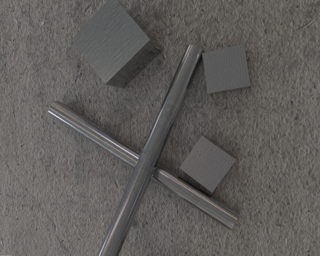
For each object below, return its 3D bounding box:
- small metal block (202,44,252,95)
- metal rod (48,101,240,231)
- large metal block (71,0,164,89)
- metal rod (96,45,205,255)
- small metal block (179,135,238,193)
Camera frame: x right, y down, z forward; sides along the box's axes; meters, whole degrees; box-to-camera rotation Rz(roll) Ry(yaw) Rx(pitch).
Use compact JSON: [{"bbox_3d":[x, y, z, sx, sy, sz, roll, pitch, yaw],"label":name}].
[{"bbox_3d":[0.082,-0.070,0.380,0.050,0.025,0.050,-9,87,19],"label":"small metal block"},{"bbox_3d":[-0.033,0.042,0.420,0.300,0.025,0.025,30,100,17],"label":"metal rod"},{"bbox_3d":[-0.056,-0.112,0.416,0.080,0.050,0.080,-42,77,15],"label":"large metal block"},{"bbox_3d":[-0.013,0.038,0.388,0.025,0.025,0.299,23,88,18],"label":"metal rod"},{"bbox_3d":[0.061,0.044,0.387,0.050,0.025,0.050,36,101,16],"label":"small metal block"}]
